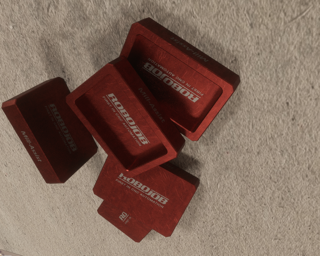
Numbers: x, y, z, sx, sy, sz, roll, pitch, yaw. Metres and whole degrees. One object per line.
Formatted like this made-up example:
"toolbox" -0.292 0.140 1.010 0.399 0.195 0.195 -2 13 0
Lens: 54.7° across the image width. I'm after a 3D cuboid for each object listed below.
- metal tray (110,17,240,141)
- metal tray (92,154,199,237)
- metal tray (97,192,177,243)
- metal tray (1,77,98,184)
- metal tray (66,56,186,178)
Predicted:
"metal tray" 0.013 -0.055 0.361 0.130 0.030 0.089 34 129 5
"metal tray" -0.021 0.084 0.444 0.130 0.030 0.089 28 105 9
"metal tray" -0.039 0.122 0.498 0.090 0.030 0.129 37 129 3
"metal tray" -0.151 0.003 0.443 0.030 0.090 0.129 -9 114 32
"metal tray" -0.042 -0.008 0.376 0.090 0.030 0.130 -29 103 34
